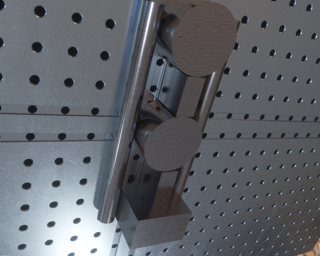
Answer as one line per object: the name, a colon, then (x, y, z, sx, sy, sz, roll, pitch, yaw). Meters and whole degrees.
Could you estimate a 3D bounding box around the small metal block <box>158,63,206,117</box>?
small metal block: (0.025, -0.047, 0.378, 0.025, 0.050, 0.050, 1, 118, -29)

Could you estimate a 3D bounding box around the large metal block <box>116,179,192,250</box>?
large metal block: (-0.014, 0.117, 0.440, 0.081, 0.080, 0.050, 1, 118, -29)

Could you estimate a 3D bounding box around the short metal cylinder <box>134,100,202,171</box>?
short metal cylinder: (0.007, 0.009, 0.404, 0.081, 0.050, 0.079, -14, 124, -21)

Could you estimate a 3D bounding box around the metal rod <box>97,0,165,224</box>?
metal rod: (-0.042, -0.001, 0.386, 0.025, 0.025, 0.298, 1, 118, -29)

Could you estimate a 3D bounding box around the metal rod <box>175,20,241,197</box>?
metal rod: (0.050, -0.002, 0.436, 0.025, 0.025, 0.298, 1, 118, -29)

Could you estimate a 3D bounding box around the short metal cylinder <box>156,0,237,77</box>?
short metal cylinder: (0.038, -0.104, 0.351, 0.081, 0.050, 0.079, -14, 124, -21)

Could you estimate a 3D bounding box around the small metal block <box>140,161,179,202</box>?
small metal block: (-0.003, 0.067, 0.434, 0.025, 0.050, 0.050, 0, 118, -29)
